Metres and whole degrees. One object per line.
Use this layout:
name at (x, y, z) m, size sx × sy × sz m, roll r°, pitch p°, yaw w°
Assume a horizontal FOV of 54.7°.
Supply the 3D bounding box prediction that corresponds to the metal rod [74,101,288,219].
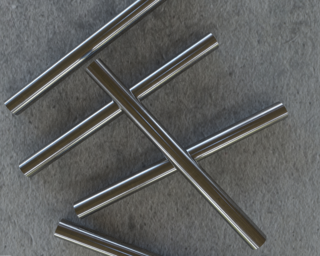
metal rod at (0.028, 0.042, 0.410) m, size 0.301 × 0.025 × 0.025 m, roll -26°, pitch 90°, yaw -1°

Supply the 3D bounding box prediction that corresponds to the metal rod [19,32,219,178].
metal rod at (-0.053, -0.031, 0.409) m, size 0.301 × 0.025 × 0.025 m, roll -35°, pitch 90°, yaw -1°

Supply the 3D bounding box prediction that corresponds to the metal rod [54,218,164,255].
metal rod at (0.008, 0.184, 0.410) m, size 0.301 × 0.025 × 0.025 m, roll 21°, pitch 90°, yaw -1°

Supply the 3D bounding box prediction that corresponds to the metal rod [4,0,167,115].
metal rod at (-0.077, -0.119, 0.408) m, size 0.300 × 0.025 × 0.025 m, roll -38°, pitch 90°, yaw -1°

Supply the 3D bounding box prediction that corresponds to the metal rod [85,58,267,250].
metal rod at (0.020, 0.032, 0.384) m, size 0.025 × 0.025 × 0.300 m, roll -43°, pitch 91°, yaw 0°
